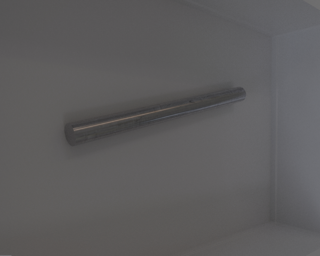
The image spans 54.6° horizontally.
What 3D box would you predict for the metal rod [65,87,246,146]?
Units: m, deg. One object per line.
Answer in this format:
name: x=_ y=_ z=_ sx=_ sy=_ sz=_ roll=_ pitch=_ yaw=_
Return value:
metal rod: x=0.019 y=-0.024 z=0.421 sx=0.302 sy=0.025 sz=0.025 roll=-16 pitch=100 yaw=-39
